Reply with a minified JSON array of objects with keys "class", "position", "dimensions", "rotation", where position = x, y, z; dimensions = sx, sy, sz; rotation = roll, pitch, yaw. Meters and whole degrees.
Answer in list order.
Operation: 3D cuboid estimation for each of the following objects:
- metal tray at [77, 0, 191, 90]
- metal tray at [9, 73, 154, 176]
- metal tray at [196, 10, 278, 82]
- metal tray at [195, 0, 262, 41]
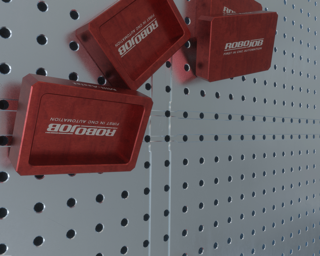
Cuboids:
[{"class":"metal tray","position":[-0.026,-0.116,0.382],"dimensions":[0.130,0.030,0.090],"rotation":[-49,119,-29]},{"class":"metal tray","position":[-0.076,0.000,0.321],"dimensions":[0.131,0.030,0.089],"rotation":[4,108,-40]},{"class":"metal tray","position":[0.116,-0.125,0.468],"dimensions":[0.131,0.030,0.089],"rotation":[-15,119,-28]},{"class":"metal tray","position":[0.114,-0.172,0.500],"dimensions":[0.131,0.030,0.090],"rotation":[6,86,-40]}]
